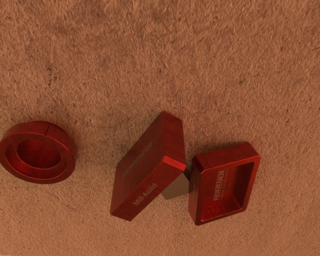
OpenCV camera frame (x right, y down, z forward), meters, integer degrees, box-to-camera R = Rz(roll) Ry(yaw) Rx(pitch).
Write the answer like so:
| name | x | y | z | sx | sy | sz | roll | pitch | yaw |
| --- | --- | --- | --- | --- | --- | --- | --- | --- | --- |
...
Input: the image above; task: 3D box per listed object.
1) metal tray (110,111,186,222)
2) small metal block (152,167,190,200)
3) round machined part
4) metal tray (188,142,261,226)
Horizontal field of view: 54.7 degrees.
| name | x | y | z | sx | sy | sz | roll | pitch | yaw |
| --- | --- | --- | --- | --- | --- | --- | --- | --- | --- |
| metal tray | -0.018 | 0.051 | 0.407 | 0.030 | 0.090 | 0.129 | 27 | 125 | -21 |
| small metal block | 0.021 | 0.080 | 0.476 | 0.050 | 0.025 | 0.050 | -21 | 127 | 17 |
| round machined part | -0.161 | 0.029 | 0.419 | 0.099 | 0.042 | 0.097 | 0 | 130 | 0 |
| metal tray | 0.091 | 0.086 | 0.459 | 0.091 | 0.030 | 0.129 | -13 | 132 | -14 |
